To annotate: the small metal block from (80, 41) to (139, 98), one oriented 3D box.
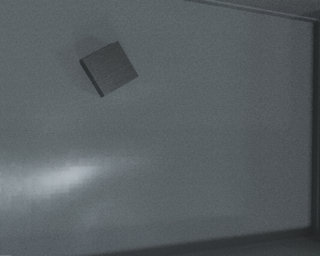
[{"bbox_3d":[-0.063,-0.073,0.388,0.050,0.025,0.050,-34,101,-17],"label":"small metal block"}]
